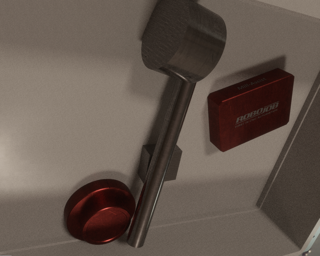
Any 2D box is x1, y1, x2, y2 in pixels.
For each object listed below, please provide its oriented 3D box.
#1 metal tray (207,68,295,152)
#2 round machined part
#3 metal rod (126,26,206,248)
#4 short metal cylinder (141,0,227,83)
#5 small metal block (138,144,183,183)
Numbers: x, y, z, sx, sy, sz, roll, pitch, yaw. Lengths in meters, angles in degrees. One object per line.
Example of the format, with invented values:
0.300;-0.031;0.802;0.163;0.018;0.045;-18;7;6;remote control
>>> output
0.137;-0.027;0.466;0.131;0.030;0.089;-21;127;-16;metal tray
-0.079;0.123;0.432;0.099;0.042;0.097;-14;125;-21;round machined part
0.008;0.020;0.399;0.025;0.025;0.298;9;105;-33;metal rod
0.023;-0.093;0.330;0.050;0.080;0.080;14;111;-34;short metal cylinder
-0.001;0.050;0.441;0.050;0.025;0.050;-4;120;-27;small metal block
